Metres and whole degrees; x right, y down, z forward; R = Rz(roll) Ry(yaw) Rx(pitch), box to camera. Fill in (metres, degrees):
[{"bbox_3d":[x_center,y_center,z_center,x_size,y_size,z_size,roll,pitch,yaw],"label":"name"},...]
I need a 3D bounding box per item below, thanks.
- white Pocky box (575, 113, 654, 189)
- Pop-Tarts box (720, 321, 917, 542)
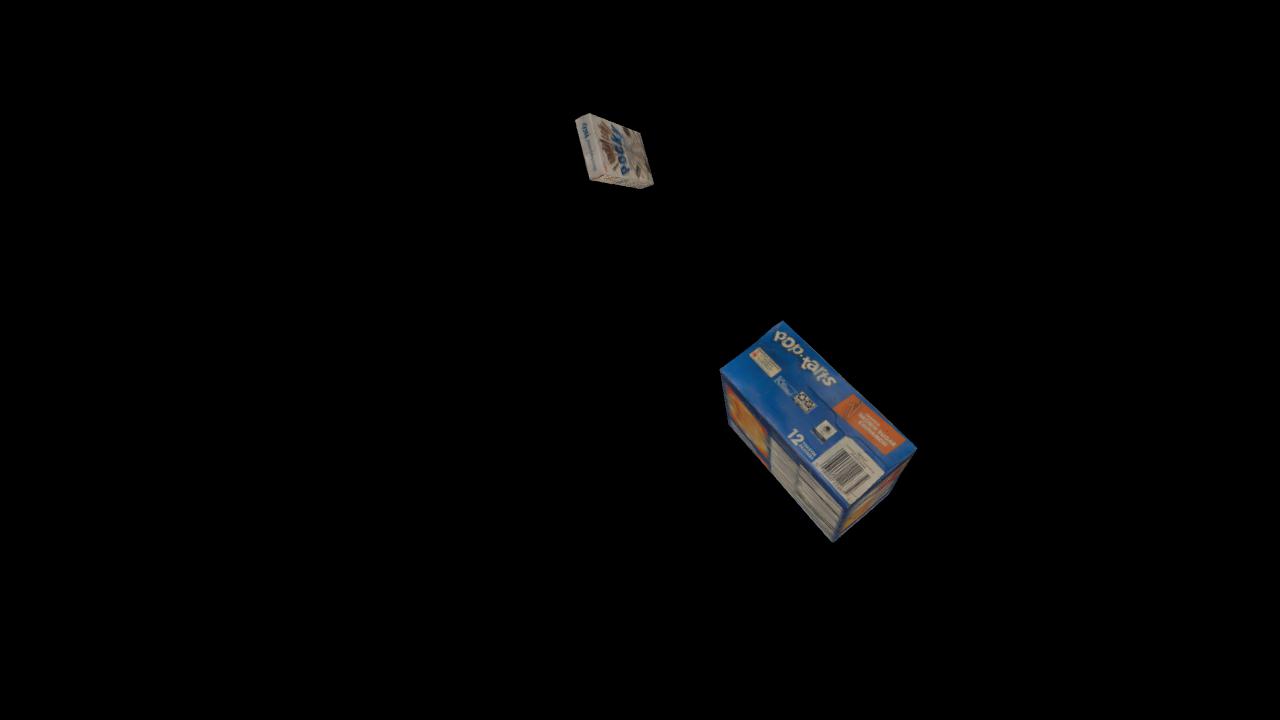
[{"bbox_3d":[-0.033,-0.288,0.863,0.028,0.084,0.154,-13,3,28],"label":"white Pocky box"},{"bbox_3d":[0.163,0.071,0.595,0.083,0.167,0.141,-35,-29,-8],"label":"Pop-Tarts box"}]
